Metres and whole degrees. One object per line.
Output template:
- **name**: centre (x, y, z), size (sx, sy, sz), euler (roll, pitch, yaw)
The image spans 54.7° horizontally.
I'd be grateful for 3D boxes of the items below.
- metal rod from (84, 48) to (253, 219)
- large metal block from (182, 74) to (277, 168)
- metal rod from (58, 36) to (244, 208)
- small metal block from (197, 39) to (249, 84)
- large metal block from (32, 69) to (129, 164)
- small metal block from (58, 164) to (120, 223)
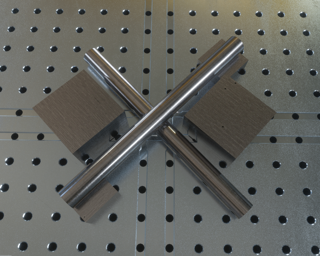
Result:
- **metal rod**: centre (0.002, -0.002, 0.411), size (0.025, 0.025, 0.300), euler (-41, 75, -13)
- **large metal block**: centre (0.087, -0.009, 0.402), size (0.080, 0.050, 0.080), euler (41, 75, 13)
- **metal rod**: centre (-0.001, -0.017, 0.391), size (0.301, 0.025, 0.025), euler (-43, 76, -14)
- **small metal block**: centre (0.089, -0.092, 0.446), size (0.050, 0.025, 0.050), euler (-42, 76, -14)
- **large metal block**: centre (-0.100, -0.014, 0.403), size (0.080, 0.050, 0.080), euler (-41, 75, -14)
- **small metal block**: centre (-0.086, 0.080, 0.382), size (0.050, 0.025, 0.050), euler (43, 75, 14)
